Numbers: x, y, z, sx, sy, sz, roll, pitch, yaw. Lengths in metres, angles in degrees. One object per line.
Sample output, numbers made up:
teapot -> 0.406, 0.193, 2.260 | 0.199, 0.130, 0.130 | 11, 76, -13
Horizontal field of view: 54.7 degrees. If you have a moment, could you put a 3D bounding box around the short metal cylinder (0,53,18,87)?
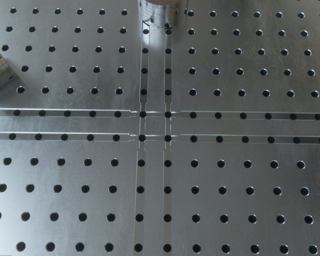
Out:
short metal cylinder -> -0.238, -0.089, 0.412 | 0.050, 0.080, 0.080 | -39, 75, -13

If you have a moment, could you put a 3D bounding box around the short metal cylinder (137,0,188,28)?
short metal cylinder -> 0.004, -0.201, 0.472 | 0.081, 0.050, 0.080 | 0, 70, -1
